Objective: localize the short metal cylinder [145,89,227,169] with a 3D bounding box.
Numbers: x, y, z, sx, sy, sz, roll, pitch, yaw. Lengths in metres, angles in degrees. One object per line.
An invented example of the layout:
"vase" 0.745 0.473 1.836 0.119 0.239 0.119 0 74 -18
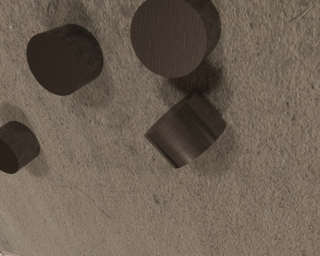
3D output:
"short metal cylinder" 0.029 0.001 0.356 0.050 0.080 0.080 48 129 -6

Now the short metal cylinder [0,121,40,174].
"short metal cylinder" -0.262 0.034 0.547 0.080 0.050 0.079 13 124 20

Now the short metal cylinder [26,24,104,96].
"short metal cylinder" -0.121 -0.088 0.398 0.080 0.050 0.079 13 124 20

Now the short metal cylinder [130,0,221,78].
"short metal cylinder" 0.017 -0.098 0.320 0.080 0.050 0.079 13 124 20
